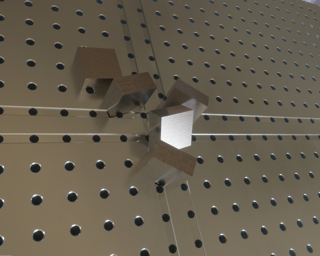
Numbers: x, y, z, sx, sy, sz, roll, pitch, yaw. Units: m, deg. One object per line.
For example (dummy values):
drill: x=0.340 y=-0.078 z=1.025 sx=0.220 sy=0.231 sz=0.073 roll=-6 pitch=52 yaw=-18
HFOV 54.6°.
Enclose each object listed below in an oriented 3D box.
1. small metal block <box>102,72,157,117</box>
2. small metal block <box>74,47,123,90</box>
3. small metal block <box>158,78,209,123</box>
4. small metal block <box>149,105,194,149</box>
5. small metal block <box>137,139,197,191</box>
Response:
small metal block: x=-0.039 y=-0.043 z=0.397 sx=0.050 sy=0.050 sz=0.025 roll=-18 pitch=71 yaw=-35
small metal block: x=-0.082 y=-0.079 z=0.412 sx=0.050 sy=0.025 sz=0.050 roll=-5 pitch=64 yaw=-30
small metal block: x=0.031 y=-0.031 z=0.424 sx=0.050 sy=0.050 sz=0.025 roll=30 pitch=37 yaw=-9
small metal block: x=0.014 y=0.001 z=0.396 sx=0.050 sy=0.050 sz=0.025 roll=-14 pitch=28 yaw=-34
small metal block: x=0.008 y=0.045 z=0.368 sx=0.050 sy=0.050 sz=0.025 roll=28 pitch=52 yaw=-11
